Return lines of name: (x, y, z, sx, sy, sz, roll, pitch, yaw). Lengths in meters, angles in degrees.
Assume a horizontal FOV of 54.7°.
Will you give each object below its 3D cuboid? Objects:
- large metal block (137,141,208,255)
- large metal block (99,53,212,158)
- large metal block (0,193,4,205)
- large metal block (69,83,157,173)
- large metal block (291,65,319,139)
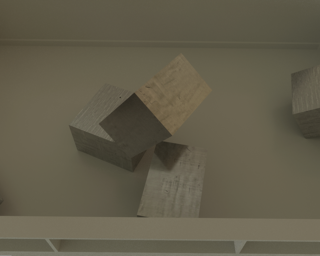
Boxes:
large metal block: (0.013, 0.071, 0.309, 0.050, 0.080, 0.080, 9, 51, 7)
large metal block: (-0.005, -0.022, 0.324, 0.050, 0.080, 0.080, 49, 52, -8)
large metal block: (-0.220, 0.059, 0.308, 0.050, 0.080, 0.080, -49, 60, 4)
large metal block: (-0.052, -0.002, 0.390, 0.080, 0.050, 0.080, 20, 53, 15)
large metal block: (0.221, -0.040, 0.401, 0.080, 0.050, 0.080, -16, 40, 35)
